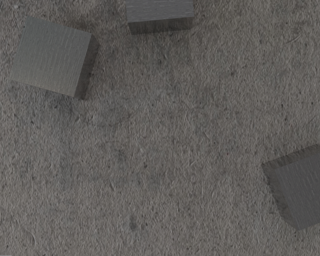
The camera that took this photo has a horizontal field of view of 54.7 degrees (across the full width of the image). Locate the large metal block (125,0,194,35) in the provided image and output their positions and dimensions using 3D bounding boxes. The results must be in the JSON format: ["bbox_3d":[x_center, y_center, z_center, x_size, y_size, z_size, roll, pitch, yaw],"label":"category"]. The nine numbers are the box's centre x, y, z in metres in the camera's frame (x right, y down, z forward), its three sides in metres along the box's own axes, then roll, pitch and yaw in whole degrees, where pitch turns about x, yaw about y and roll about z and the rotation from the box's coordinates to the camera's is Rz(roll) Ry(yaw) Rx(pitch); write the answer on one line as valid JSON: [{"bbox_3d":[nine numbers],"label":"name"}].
[{"bbox_3d":[-0.003,-0.170,0.397,0.080,0.050,0.080,-6,90,0],"label":"large metal block"}]

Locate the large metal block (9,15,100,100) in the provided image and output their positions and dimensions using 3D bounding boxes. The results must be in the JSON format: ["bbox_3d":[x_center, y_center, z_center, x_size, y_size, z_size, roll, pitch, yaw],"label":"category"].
[{"bbox_3d":[-0.131,-0.086,0.396,0.080,0.050,0.080,16,90,0],"label":"large metal block"}]

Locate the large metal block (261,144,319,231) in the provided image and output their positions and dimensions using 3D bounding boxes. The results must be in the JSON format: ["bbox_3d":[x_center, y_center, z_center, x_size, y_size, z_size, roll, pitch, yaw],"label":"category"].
[{"bbox_3d":[0.190,0.073,0.399,0.080,0.050,0.080,-21,90,0],"label":"large metal block"}]
